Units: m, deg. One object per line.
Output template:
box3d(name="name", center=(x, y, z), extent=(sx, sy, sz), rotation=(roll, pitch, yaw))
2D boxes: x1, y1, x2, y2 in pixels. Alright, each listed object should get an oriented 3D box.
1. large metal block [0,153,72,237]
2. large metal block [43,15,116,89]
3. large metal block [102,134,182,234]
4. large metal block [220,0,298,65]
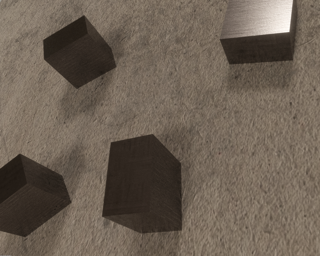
box3d(name="large metal block", center=(-0.180, 0.091, 0.405), extent=(0.080, 0.080, 0.050), rotation=(-37, 51, 3))
box3d(name="large metal block", center=(-0.131, -0.122, 0.510), extent=(0.080, 0.080, 0.050), rotation=(-27, 53, 11))
box3d(name="large metal block", center=(-0.015, 0.064, 0.336), extent=(0.050, 0.080, 0.080), rotation=(-12, 57, 21))
box3d(name="large metal block", center=(0.130, -0.132, 0.400), extent=(0.080, 0.050, 0.080), rotation=(2, 63, 29))
